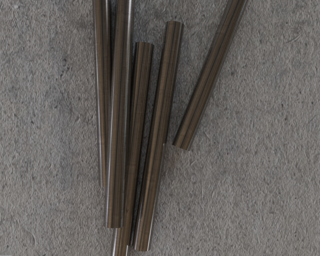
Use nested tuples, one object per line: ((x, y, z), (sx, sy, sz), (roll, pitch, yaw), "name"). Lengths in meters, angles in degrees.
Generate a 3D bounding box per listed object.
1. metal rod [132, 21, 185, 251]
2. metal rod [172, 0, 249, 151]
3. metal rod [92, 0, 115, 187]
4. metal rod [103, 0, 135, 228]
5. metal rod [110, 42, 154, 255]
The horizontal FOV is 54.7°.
((-0.002, 0.010, 0.409), (0.025, 0.025, 0.298), (9, 90, 0), "metal rod")
((0.082, -0.113, 0.410), (0.025, 0.025, 0.299), (21, 90, 0), "metal rod")
((-0.073, -0.073, 0.409), (0.025, 0.025, 0.298), (-2, 90, 0), "metal rod")
((-0.051, -0.029, 0.393), (0.025, 0.025, 0.298), (2, 84, 0), "metal rod")
((-0.038, 0.038, 0.409), (0.025, 0.025, 0.298), (7, 90, 0), "metal rod")
